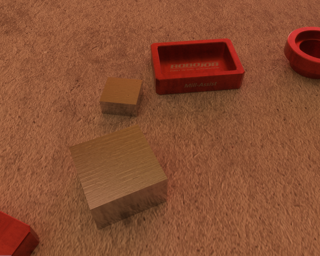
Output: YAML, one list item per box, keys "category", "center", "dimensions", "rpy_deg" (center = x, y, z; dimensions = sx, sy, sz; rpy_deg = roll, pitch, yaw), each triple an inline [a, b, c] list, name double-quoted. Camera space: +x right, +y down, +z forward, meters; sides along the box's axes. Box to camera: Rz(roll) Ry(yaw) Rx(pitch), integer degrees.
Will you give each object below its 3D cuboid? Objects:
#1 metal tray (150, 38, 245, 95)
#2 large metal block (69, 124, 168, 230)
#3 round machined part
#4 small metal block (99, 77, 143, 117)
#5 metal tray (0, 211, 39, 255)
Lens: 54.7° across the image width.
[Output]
- category: "metal tray"
  center: [0.054, -0.098, 0.481]
  dimensions: [0.131, 0.030, 0.090]
  rpy_deg: [-5, 50, -4]
- category: "large metal block"
  center: [-0.046, 0.052, 0.343]
  dimensions: [0.081, 0.050, 0.080]
  rpy_deg: [-19, 53, -16]
- category: "round machined part"
  center: [0.246, -0.115, 0.491]
  dimensions: [0.099, 0.042, 0.098]
  rpy_deg: [0, 50, 0]
- category: "small metal block"
  center: [-0.053, -0.045, 0.440]
  dimensions: [0.050, 0.025, 0.050]
  rpy_deg: [6, 50, 5]
- category: "metal tray"
  center: [-0.200, 0.116, 0.301]
  dimensions: [0.130, 0.030, 0.090]
  rpy_deg: [20, 53, 15]
